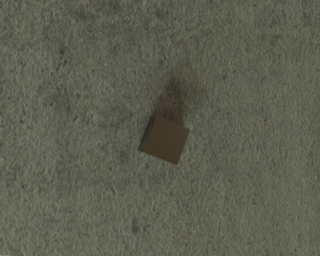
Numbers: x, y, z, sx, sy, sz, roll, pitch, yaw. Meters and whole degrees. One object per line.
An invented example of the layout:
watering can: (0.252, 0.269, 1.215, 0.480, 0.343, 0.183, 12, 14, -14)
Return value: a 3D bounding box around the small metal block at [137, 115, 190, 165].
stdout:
small metal block: (0.005, 0.016, 0.411, 0.050, 0.025, 0.050, 23, 82, -19)
